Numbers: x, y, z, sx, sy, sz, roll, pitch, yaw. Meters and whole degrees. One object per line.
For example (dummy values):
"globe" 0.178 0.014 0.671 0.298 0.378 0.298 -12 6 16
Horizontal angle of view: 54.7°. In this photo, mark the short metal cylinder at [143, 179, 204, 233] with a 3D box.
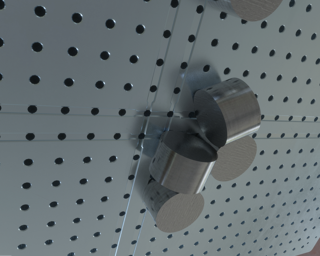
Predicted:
"short metal cylinder" 0.020 0.113 0.476 0.081 0.050 0.079 -14 124 -21

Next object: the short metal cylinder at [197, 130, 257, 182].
"short metal cylinder" 0.098 0.034 0.469 0.081 0.050 0.079 -14 124 -21

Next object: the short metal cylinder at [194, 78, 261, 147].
"short metal cylinder" 0.087 -0.021 0.410 0.050 0.080 0.080 -22 127 -16

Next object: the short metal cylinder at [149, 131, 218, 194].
"short metal cylinder" 0.031 0.045 0.420 0.081 0.080 0.050 7 115 -32

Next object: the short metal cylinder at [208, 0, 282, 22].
"short metal cylinder" 0.096 -0.165 0.345 0.081 0.050 0.079 -14 124 -21
